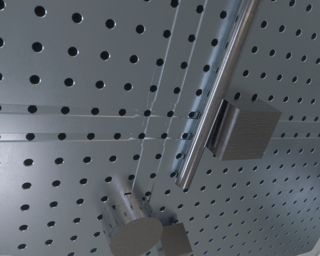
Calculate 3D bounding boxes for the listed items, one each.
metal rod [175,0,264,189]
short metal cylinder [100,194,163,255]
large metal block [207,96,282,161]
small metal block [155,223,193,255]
[{"bbox_3d":[0.077,-0.044,0.425,0.025,0.025,0.298,3,117,-30],"label":"metal rod"},{"bbox_3d":[-0.043,0.146,0.462,0.081,0.050,0.079,-14,124,-21],"label":"short metal cylinder"},{"bbox_3d":[0.120,0.000,0.461,0.081,0.050,0.079,1,118,-29],"label":"large metal block"},{"bbox_3d":[0.020,0.192,0.521,0.050,0.050,0.025,-2,145,-28],"label":"small metal block"}]
